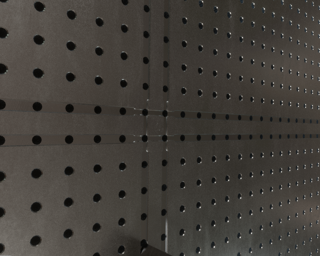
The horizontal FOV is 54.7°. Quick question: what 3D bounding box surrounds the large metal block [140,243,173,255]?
[{"bbox_3d":[0.022,0.196,0.395,0.080,0.080,0.050,41,65,-33],"label":"large metal block"}]
